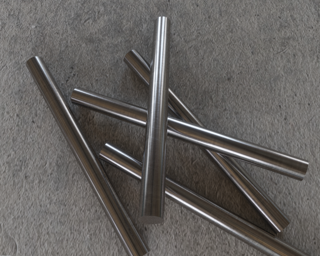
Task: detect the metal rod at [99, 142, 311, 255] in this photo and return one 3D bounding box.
[{"bbox_3d":[0.060,0.099,0.372,0.301,0.025,0.025,28,73,10],"label":"metal rod"}]

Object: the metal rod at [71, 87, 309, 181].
[{"bbox_3d":[0.024,0.002,0.385,0.301,0.025,0.025,18,71,15],"label":"metal rod"}]

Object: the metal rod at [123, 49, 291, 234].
[{"bbox_3d":[0.051,0.007,0.405,0.025,0.025,0.300,-37,74,-12],"label":"metal rod"}]

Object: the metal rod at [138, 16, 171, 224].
[{"bbox_3d":[-0.002,-0.035,0.380,0.025,0.025,0.300,2,55,1],"label":"metal rod"}]

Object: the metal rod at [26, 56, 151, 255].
[{"bbox_3d":[-0.100,0.027,0.397,0.025,0.025,0.299,-30,73,-10],"label":"metal rod"}]
